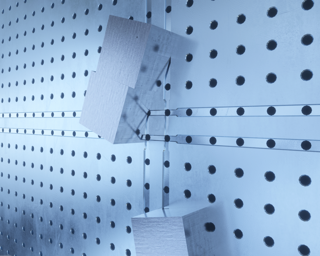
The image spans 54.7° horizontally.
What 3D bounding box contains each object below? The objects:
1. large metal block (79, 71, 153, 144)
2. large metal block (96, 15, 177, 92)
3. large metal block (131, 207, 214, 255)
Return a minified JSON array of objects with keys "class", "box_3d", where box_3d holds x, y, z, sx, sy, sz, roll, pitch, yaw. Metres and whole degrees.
[{"class":"large metal block","box_3d":[-0.064,-0.030,0.443,0.080,0.050,0.079,27,107,36]},{"class":"large metal block","box_3d":[-0.034,-0.100,0.419,0.080,0.050,0.079,26,106,36]},{"class":"large metal block","box_3d":[0.016,0.144,0.378,0.080,0.050,0.080,-15,81,38]}]
